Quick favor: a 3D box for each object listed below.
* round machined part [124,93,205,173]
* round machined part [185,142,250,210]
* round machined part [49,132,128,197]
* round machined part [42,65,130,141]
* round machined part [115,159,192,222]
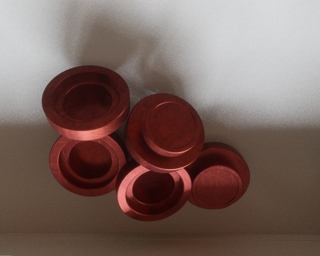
[{"bbox_3d":[0.009,0.002,0.372,0.099,0.042,0.098,6,70,-16],"label":"round machined part"},{"bbox_3d":[0.076,0.072,0.428,0.099,0.042,0.097,0,110,-1],"label":"round machined part"},{"bbox_3d":[-0.091,0.039,0.413,0.099,0.042,0.097,0,110,-1],"label":"round machined part"},{"bbox_3d":[-0.085,-0.026,0.371,0.099,0.098,0.042,3,146,-2],"label":"round machined part"},{"bbox_3d":[-0.011,0.074,0.415,0.099,0.042,0.097,-6,117,-12],"label":"round machined part"}]
